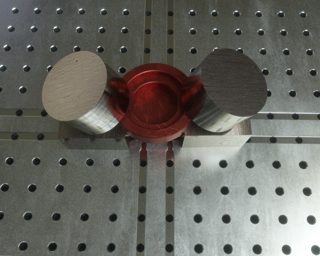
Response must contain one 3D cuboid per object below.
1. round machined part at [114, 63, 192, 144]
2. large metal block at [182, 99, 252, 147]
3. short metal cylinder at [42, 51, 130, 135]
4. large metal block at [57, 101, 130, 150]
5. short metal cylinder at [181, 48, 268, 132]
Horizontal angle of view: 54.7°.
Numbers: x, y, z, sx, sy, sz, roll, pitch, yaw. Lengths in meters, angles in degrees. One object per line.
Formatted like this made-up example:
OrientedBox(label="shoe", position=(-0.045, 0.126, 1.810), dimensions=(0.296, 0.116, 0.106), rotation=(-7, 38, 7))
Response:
OrientedBox(label="round machined part", position=(-0.006, -0.027, 0.381), dimensions=(0.099, 0.042, 0.098), rotation=(0, 70, 0))
OrientedBox(label="large metal block", position=(0.069, -0.020, 0.406), dimensions=(0.081, 0.050, 0.080), rotation=(-1, 70, -1))
OrientedBox(label="short metal cylinder", position=(-0.081, -0.038, 0.345), dimensions=(0.080, 0.050, 0.080), rotation=(-7, 70, 20))
OrientedBox(label="large metal block", position=(-0.081, -0.017, 0.404), dimensions=(0.080, 0.050, 0.080), rotation=(1, 70, 0))
OrientedBox(label="short metal cylinder", position=(0.071, -0.041, 0.347), dimensions=(0.081, 0.050, 0.080), rotation=(7, 68, -19))
